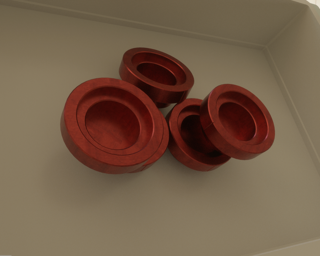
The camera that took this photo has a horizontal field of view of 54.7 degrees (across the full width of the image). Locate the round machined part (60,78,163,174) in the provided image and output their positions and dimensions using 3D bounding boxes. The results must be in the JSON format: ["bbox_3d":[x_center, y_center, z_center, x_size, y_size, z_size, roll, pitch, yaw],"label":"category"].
[{"bbox_3d":[-0.050,0.001,0.312,0.099,0.042,0.098,14,56,-21],"label":"round machined part"}]

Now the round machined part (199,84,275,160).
[{"bbox_3d":[0.092,-0.004,0.391,0.099,0.042,0.098,14,56,-21],"label":"round machined part"}]

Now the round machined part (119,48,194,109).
[{"bbox_3d":[-0.007,-0.063,0.415,0.099,0.042,0.098,16,38,-13],"label":"round machined part"}]

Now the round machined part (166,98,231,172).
[{"bbox_3d":[0.048,0.012,0.411,0.099,0.042,0.098,14,56,-21],"label":"round machined part"}]

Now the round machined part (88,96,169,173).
[{"bbox_3d":[-0.042,0.008,0.365,0.099,0.042,0.098,14,56,-21],"label":"round machined part"}]
